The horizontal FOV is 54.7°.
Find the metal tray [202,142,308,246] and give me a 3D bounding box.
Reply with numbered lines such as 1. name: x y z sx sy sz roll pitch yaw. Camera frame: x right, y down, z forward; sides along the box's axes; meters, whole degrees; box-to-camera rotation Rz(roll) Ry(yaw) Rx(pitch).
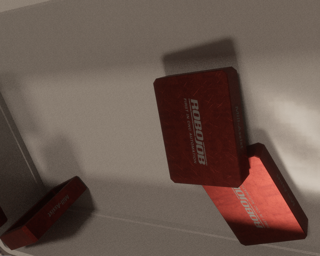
1. metal tray: 0.118 0.090 0.398 0.090 0.030 0.130 -24 106 36

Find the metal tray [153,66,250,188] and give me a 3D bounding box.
1. metal tray: 0.048 0.001 0.357 0.090 0.030 0.129 -2 104 33

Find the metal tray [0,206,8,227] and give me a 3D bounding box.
1. metal tray: -0.309 0.113 0.482 0.130 0.030 0.089 1 119 27

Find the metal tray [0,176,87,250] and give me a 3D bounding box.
1. metal tray: -0.196 0.143 0.529 0.090 0.131 0.030 -28 103 37
